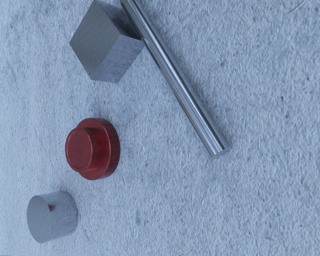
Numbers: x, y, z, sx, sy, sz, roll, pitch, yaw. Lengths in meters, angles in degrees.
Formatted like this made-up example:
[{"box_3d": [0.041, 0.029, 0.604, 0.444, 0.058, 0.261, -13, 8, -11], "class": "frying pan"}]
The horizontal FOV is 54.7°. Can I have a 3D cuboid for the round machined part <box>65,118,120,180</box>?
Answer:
[{"box_3d": [-0.111, 0.033, 0.483, 0.098, 0.042, 0.097, 0, 90, 39], "class": "round machined part"}]

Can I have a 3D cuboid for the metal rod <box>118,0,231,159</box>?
[{"box_3d": [0.002, -0.094, 0.401, 0.025, 0.025, 0.299, -42, 65, 32], "class": "metal rod"}]

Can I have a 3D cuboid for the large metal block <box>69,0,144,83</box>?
[{"box_3d": [-0.077, -0.124, 0.450, 0.080, 0.050, 0.080, -48, 62, 29], "class": "large metal block"}]

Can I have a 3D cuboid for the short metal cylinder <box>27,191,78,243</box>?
[{"box_3d": [-0.188, 0.153, 0.541, 0.080, 0.050, 0.079, 0, 90, 39], "class": "short metal cylinder"}]
